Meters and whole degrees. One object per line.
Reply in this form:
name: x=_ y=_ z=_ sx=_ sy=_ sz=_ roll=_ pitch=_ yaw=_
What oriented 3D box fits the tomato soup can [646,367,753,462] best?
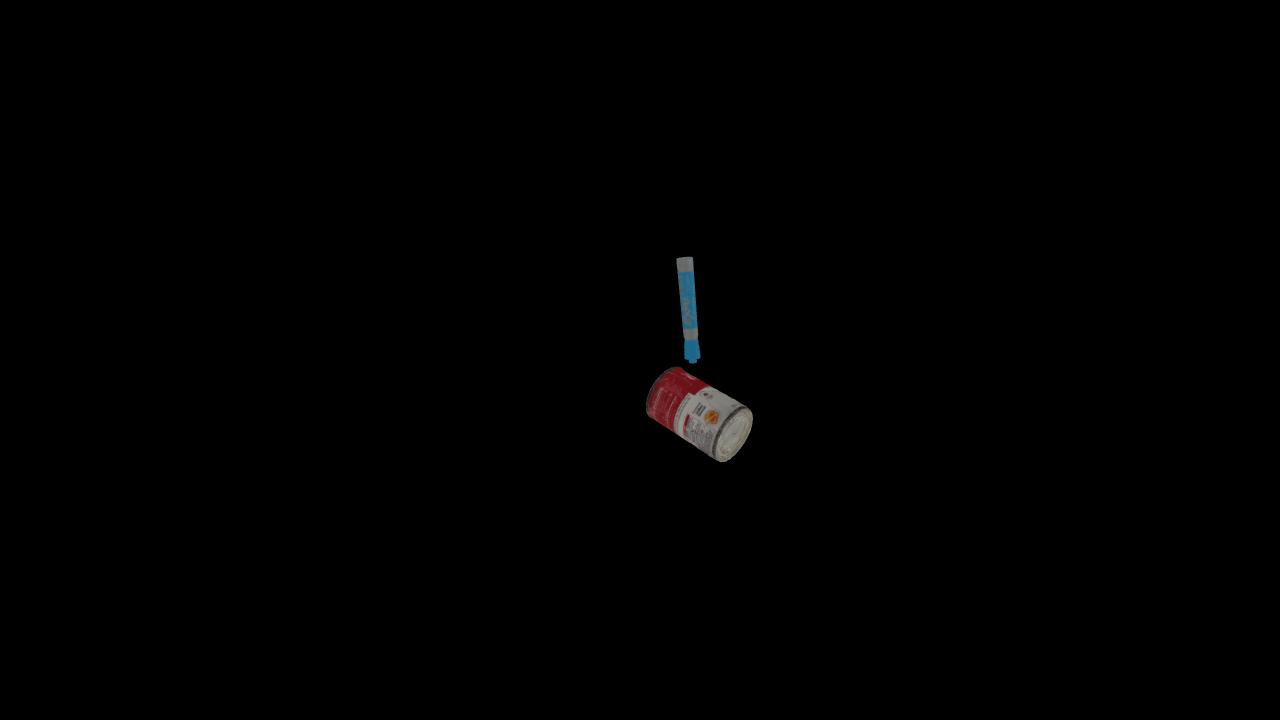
tomato soup can: x=0.065 y=0.059 z=0.676 sx=0.101 sy=0.068 sz=0.068 roll=31 pitch=19 yaw=35

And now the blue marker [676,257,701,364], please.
blue marker: x=0.055 y=-0.055 z=0.695 sx=0.020 sy=0.121 sz=0.020 roll=-6 pitch=15 yaw=1
